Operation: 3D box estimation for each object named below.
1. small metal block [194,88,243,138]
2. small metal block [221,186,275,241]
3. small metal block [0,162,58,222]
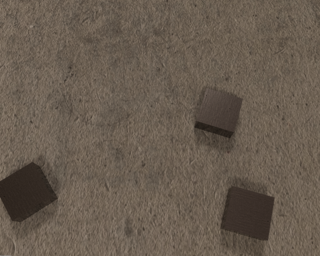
[{"bbox_3d":[0.078,-0.020,0.416,0.050,0.025,0.050,17,71,6],"label":"small metal block"},{"bbox_3d":[0.105,0.103,0.372,0.050,0.025,0.050,15,71,5],"label":"small metal block"},{"bbox_3d":[-0.163,0.078,0.378,0.050,0.025,0.050,-33,74,-12],"label":"small metal block"}]
